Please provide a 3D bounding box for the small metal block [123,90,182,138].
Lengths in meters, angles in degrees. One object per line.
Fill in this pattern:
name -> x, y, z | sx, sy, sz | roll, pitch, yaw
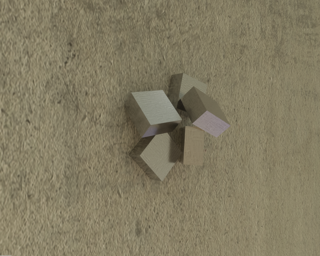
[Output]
small metal block -> -0.009, -0.019, 0.384 | 0.050, 0.025, 0.050 | -10, 59, -40

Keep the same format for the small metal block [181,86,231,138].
small metal block -> 0.060, -0.021, 0.408 | 0.050, 0.025, 0.050 | 27, 30, -37

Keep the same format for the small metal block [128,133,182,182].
small metal block -> -0.005, 0.033, 0.404 | 0.050, 0.025, 0.050 | -53, 121, -27

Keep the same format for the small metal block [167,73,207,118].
small metal block -> 0.037, -0.045, 0.440 | 0.050, 0.025, 0.050 | 18, 79, -39

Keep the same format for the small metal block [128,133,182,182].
small metal block -> -0.005, 0.033, 0.404 | 0.050, 0.025, 0.050 | -53, 121, -27

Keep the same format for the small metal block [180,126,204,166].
small metal block -> 0.043, 0.024, 0.426 | 0.025, 0.050, 0.050 | 4, 87, -2
